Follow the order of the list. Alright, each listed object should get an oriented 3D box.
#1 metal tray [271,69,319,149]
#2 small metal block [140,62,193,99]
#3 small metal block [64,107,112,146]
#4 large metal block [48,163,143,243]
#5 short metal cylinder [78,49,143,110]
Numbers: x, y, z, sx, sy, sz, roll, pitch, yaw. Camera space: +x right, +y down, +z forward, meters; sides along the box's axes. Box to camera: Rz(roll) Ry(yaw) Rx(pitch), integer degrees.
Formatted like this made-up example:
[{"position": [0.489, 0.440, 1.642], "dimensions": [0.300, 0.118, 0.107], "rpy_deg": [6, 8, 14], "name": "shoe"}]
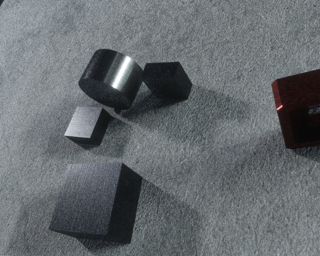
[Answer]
[{"position": [0.177, -0.022, 0.282], "dimensions": [0.130, 0.090, 0.030], "rpy_deg": [-12, 57, 21], "name": "metal tray"}, {"position": [0.010, -0.064, 0.422], "dimensions": [0.050, 0.050, 0.025], "rpy_deg": [4, 64, 30], "name": "small metal block"}, {"position": [-0.107, -0.004, 0.462], "dimensions": [0.050, 0.025, 0.050], "rpy_deg": [4, 63, 30], "name": "small metal block"}, {"position": [-0.074, 0.089, 0.372], "dimensions": [0.080, 0.050, 0.080], "rpy_deg": [-5, 60, 26], "name": "large metal block"}, {"position": [-0.069, -0.068, 0.447], "dimensions": [0.080, 0.080, 0.050], "rpy_deg": [9, 66, 32], "name": "short metal cylinder"}]
